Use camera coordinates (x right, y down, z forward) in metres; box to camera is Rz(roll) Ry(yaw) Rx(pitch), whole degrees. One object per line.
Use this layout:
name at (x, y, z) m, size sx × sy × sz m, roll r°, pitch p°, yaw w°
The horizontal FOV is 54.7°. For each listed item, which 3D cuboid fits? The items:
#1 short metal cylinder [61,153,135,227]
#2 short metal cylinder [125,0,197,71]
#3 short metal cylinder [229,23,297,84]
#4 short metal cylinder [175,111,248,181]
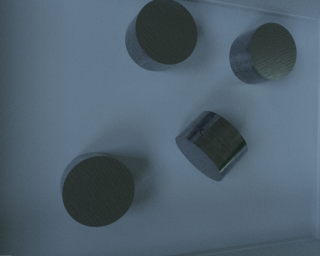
short metal cylinder at (-0.076, 0.071, 0.370) m, size 0.081 × 0.050 × 0.079 m, roll 0°, pitch 90°, yaw -21°
short metal cylinder at (0.001, -0.117, 0.398) m, size 0.081 × 0.050 × 0.079 m, roll 0°, pitch 90°, yaw -21°
short metal cylinder at (0.150, -0.107, 0.454) m, size 0.081 × 0.050 × 0.079 m, roll 0°, pitch 90°, yaw -21°
short metal cylinder at (0.067, 0.024, 0.407) m, size 0.050 × 0.080 × 0.080 m, roll -43°, pitch 104°, yaw -15°
